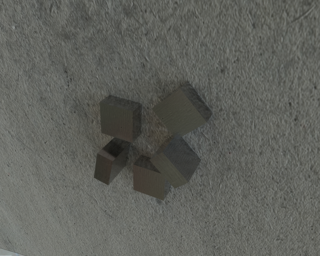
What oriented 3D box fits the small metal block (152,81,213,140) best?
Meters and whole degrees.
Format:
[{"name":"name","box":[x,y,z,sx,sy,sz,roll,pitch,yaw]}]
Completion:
[{"name":"small metal block","box":[0.027,-0.021,0.380,0.050,0.025,0.050,-33,101,38]}]

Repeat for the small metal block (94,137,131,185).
[{"name":"small metal block","box":[-0.070,0.047,0.457,0.025,0.050,0.050,25,127,12]}]

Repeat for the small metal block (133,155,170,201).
[{"name":"small metal block","box":[-0.011,0.073,0.458,0.050,0.025,0.050,16,125,19]}]

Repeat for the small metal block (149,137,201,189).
[{"name":"small metal block","box":[0.021,0.042,0.405,0.025,0.050,0.050,-35,99,38]}]

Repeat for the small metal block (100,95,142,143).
[{"name":"small metal block","box":[-0.054,-0.013,0.427,0.050,0.025,0.050,17,125,18]}]
